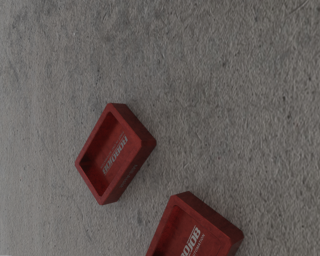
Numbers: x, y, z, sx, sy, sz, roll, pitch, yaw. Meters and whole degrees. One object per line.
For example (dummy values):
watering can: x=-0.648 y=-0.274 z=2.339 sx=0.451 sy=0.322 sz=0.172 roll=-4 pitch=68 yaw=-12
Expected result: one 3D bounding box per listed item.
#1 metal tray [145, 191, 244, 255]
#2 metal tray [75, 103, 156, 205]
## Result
metal tray: x=0.033 y=0.155 z=0.374 sx=0.090 sy=0.030 sz=0.129 roll=33 pitch=110 yaw=35
metal tray: x=-0.071 y=0.039 z=0.459 sx=0.090 sy=0.030 sz=0.129 roll=49 pitch=119 yaw=29
